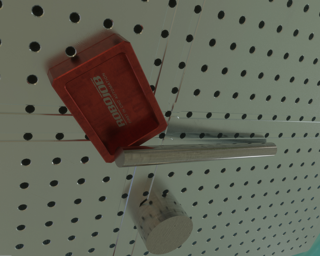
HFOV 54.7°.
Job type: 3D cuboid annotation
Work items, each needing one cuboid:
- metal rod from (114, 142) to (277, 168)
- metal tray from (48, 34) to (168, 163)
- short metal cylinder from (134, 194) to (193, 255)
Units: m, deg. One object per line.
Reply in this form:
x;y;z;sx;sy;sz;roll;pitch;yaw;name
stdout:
0.074;0.036;0.454;0.302;0.025;0.025;1;118;-37;metal rod
-0.054;-0.029;0.360;0.090;0.030;0.130;-32;129;-8;metal tray
0.005;0.153;0.495;0.081;0.050;0.079;-14;125;-21;short metal cylinder
